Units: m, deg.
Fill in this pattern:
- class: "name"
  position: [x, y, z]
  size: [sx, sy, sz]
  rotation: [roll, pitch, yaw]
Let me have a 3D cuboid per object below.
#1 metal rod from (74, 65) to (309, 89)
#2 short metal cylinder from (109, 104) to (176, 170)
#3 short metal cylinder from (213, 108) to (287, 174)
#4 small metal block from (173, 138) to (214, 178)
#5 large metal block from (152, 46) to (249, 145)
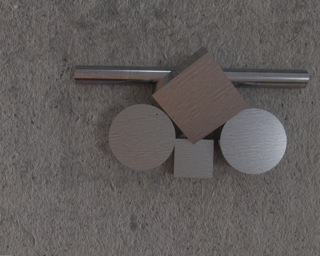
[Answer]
- class: "metal rod"
  position: [0.041, -0.068, 0.411]
  size: [0.302, 0.025, 0.025]
  rotation: [1, 90, 0]
- class: "short metal cylinder"
  position: [-0.021, 0.011, 0.398]
  size: [0.081, 0.050, 0.079]
  rotation: [0, 90, 0]
- class: "short metal cylinder"
  position: [0.113, 0.016, 0.399]
  size: [0.081, 0.050, 0.079]
  rotation: [0, 90, 0]
- class: "small metal block"
  position: [0.044, 0.039, 0.412]
  size: [0.050, 0.025, 0.050]
  rotation: [2, 90, 0]
- class: "large metal block"
  position: [0.047, -0.041, 0.381]
  size: [0.080, 0.050, 0.080]
  rotation: [-37, 107, 13]
